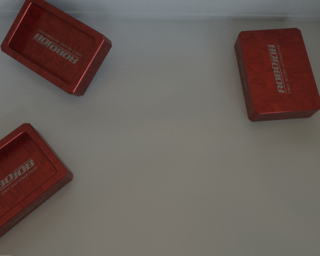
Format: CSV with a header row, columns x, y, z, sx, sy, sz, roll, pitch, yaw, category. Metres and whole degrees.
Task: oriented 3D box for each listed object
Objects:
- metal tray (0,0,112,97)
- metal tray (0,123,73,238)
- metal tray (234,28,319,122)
x,y,z,sx,sy,sz,roll,pitch,yaw,category
-0.144,-0.114,0.430,0.130,0.030,0.090,32,95,10,metal tray
-0.187,0.067,0.380,0.130,0.030,0.090,-40,75,-14,metal tray
0.163,-0.077,0.437,0.091,0.030,0.129,-4,70,-2,metal tray
